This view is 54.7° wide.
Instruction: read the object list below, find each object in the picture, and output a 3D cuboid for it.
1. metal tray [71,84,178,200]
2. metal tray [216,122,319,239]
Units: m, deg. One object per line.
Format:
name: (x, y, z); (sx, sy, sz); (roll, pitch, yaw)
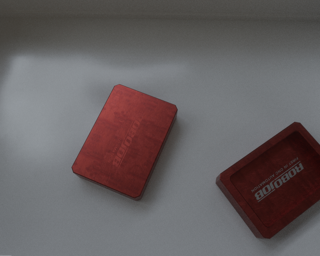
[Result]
metal tray: (-0.042, 0.017, 0.400); (0.090, 0.030, 0.130); (22, 71, 7)
metal tray: (0.148, 0.063, 0.385); (0.131, 0.030, 0.090); (-32, 74, -12)
